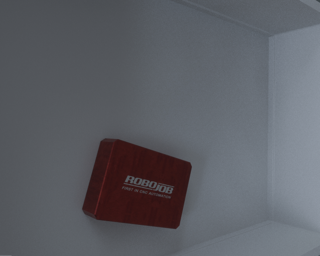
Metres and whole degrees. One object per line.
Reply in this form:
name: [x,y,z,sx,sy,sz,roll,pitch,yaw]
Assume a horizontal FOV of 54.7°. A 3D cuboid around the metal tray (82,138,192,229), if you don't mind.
metal tray: [-0.022,0.072,0.387,0.131,0.030,0.090,22,76,-38]
